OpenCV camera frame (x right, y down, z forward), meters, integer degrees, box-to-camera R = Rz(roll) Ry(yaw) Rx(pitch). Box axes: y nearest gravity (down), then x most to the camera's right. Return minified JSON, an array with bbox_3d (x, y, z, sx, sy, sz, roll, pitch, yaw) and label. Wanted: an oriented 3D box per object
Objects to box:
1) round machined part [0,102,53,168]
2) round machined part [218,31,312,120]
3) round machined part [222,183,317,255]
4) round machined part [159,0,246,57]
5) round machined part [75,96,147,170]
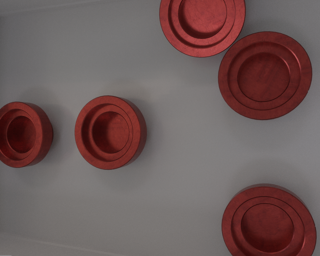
[{"bbox_3d":[-0.204,0.010,0.474,0.098,0.042,0.097,0,90,20],"label":"round machined part"},{"bbox_3d":[0.120,-0.057,0.359,0.098,0.042,0.097,0,90,20],"label":"round machined part"},{"bbox_3d":[0.124,0.112,0.358,0.098,0.042,0.097,0,90,20],"label":"round machined part"},{"bbox_3d":[0.052,-0.137,0.370,0.098,0.042,0.097,6,116,13],"label":"round machined part"},{"bbox_3d":[-0.063,0.006,0.424,0.098,0.042,0.097,0,90,20],"label":"round machined part"}]
